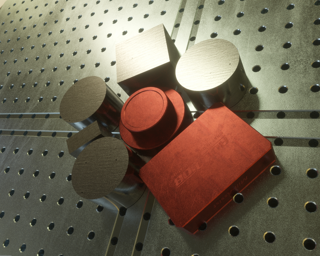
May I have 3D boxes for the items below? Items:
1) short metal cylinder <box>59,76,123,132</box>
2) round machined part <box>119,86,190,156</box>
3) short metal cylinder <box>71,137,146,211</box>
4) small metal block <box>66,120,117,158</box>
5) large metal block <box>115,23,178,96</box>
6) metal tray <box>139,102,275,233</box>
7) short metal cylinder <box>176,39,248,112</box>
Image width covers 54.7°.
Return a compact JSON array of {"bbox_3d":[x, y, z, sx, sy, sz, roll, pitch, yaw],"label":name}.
[{"bbox_3d":[-0.101,-0.030,0.463,0.080,0.050,0.080,-13,56,21],"label":"short metal cylinder"},{"bbox_3d":[-0.013,-0.016,0.413,0.098,0.042,0.098,-13,56,21],"label":"round machined part"},{"bbox_3d":[-0.062,0.058,0.389,0.080,0.050,0.080,-13,56,21],"label":"short metal cylinder"},{"bbox_3d":[-0.090,0.023,0.424,0.050,0.050,0.025,-33,52,7],"label":"small metal block"},{"bbox_3d":[-0.017,-0.096,0.461,0.080,0.050,0.080,-19,54,17],"label":"large metal block"},{"bbox_3d":[0.050,0.041,0.352,0.130,0.030,0.090,-42,51,-1],"label":"metal tray"},{"bbox_3d":[0.067,-0.067,0.397,0.080,0.050,0.080,-13,56,21],"label":"short metal cylinder"}]
